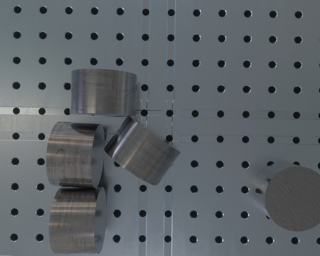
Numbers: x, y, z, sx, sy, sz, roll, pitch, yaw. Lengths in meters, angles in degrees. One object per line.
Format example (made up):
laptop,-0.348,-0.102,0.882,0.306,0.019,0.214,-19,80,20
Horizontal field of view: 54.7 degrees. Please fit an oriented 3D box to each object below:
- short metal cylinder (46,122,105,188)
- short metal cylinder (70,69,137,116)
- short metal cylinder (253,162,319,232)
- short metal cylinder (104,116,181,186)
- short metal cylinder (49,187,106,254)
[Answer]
short metal cylinder,-0.102,0.033,0.385,0.050,0.080,0.080,4,90,0
short metal cylinder,-0.070,-0.041,0.385,0.081,0.080,0.050,2,90,0
short metal cylinder,0.168,0.086,0.402,0.081,0.050,0.079,0,90,0
short metal cylinder,-0.021,0.027,0.386,0.080,0.080,0.050,35,90,0
short metal cylinder,-0.099,0.114,0.385,0.050,0.080,0.079,0,90,0
